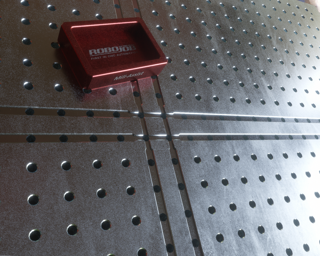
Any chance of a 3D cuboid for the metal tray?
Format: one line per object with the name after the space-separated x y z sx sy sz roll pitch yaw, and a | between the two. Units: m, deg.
-0.064 -0.110 0.438 0.131 0.030 0.090 -19 72 -36 | metal tray
